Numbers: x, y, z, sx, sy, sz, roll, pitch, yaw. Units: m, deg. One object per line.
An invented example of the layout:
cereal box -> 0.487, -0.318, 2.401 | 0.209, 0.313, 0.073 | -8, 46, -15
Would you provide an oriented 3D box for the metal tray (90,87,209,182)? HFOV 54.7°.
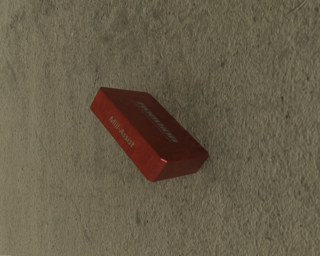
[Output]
metal tray -> -0.013, 0.003, 0.373 | 0.130, 0.091, 0.030 | 47, 118, 29
